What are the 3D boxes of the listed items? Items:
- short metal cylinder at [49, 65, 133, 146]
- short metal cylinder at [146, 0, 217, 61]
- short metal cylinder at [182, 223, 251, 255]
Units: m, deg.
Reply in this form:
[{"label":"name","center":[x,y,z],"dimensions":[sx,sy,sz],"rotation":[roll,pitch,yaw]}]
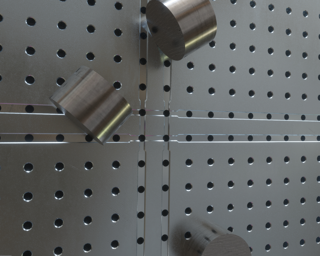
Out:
[{"label":"short metal cylinder","center":[-0.078,-0.025,0.355],"dimensions":[0.080,0.080,0.050],"rotation":[44,76,-15]},{"label":"short metal cylinder","center":[0.026,-0.133,0.394],"dimensions":[0.050,0.080,0.080],"rotation":[-34,101,-17]},{"label":"short metal cylinder","center":[0.078,0.179,0.430],"dimensions":[0.081,0.050,0.079],"rotation":[0,90,-21]}]
